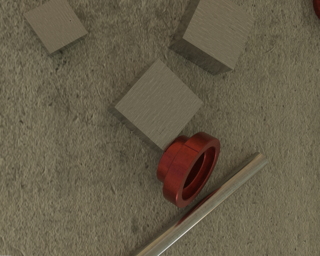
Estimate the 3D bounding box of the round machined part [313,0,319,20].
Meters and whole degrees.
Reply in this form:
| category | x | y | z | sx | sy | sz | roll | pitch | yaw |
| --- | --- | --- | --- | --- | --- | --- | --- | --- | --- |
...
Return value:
| category | x | y | z | sx | sy | sz | roll | pitch | yaw |
| --- | --- | --- | --- | --- | --- | --- | --- | --- | --- |
| round machined part | 0.293 | -0.210 | 0.508 | 0.099 | 0.042 | 0.097 | 0 | 90 | -20 |

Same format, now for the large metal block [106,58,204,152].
| category | x | y | z | sx | sy | sz | roll | pitch | yaw |
| --- | --- | --- | --- | --- | --- | --- | --- | --- | --- |
| large metal block | -0.007 | -0.028 | 0.393 | 0.080 | 0.050 | 0.080 | 43 | 77 | -15 |

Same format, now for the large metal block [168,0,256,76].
| category | x | y | z | sx | sy | sz | roll | pitch | yaw |
| --- | --- | --- | --- | --- | --- | --- | --- | --- | --- |
| large metal block | 0.069 | -0.129 | 0.421 | 0.080 | 0.050 | 0.080 | 27 | 81 | -18 |

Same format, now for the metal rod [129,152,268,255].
| category | x | y | z | sx | sy | sz | roll | pitch | yaw |
| --- | --- | --- | --- | --- | --- | --- | --- | --- | --- |
| metal rod | 0.034 | 0.128 | 0.421 | 0.301 | 0.025 | 0.025 | -35 | 102 | -17 |

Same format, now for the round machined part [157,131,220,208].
| category | x | y | z | sx | sy | sz | roll | pitch | yaw |
| --- | --- | --- | --- | --- | --- | --- | --- | --- | --- |
| round machined part | 0.033 | 0.048 | 0.394 | 0.042 | 0.098 | 0.098 | 28 | 77 | 27 |

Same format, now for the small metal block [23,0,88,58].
| category | x | y | z | sx | sy | sz | roll | pitch | yaw |
| --- | --- | --- | --- | --- | --- | --- | --- | --- | --- |
| small metal block | -0.122 | -0.118 | 0.364 | 0.050 | 0.025 | 0.050 | -36 | 102 | -17 |
